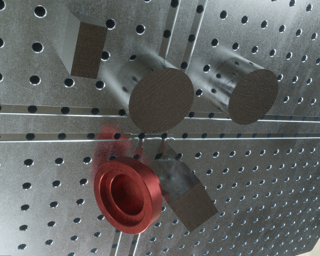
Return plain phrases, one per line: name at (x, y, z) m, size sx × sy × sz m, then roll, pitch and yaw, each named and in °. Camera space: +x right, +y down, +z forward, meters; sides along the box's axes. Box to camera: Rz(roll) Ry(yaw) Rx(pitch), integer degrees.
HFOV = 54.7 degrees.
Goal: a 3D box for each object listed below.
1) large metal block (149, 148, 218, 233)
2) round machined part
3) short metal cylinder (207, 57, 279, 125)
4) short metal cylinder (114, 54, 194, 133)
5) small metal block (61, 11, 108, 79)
large metal block at (0.030, 0.089, 0.447) m, size 0.050 × 0.080 × 0.080 m, roll -35°, pitch 129°, yaw -5°
round machined part at (-0.037, 0.084, 0.404) m, size 0.042 × 0.098 × 0.097 m, roll -20°, pitch 132°, yaw -52°
short metal cylinder at (0.113, -0.051, 0.425) m, size 0.081 × 0.050 × 0.079 m, roll -14°, pitch 124°, yaw -21°
short metal cylinder at (-0.007, -0.041, 0.365) m, size 0.081 × 0.050 × 0.079 m, roll -14°, pitch 124°, yaw -21°
small metal block at (-0.076, -0.082, 0.303) m, size 0.025 × 0.050 × 0.050 m, roll 4°, pitch 116°, yaw -30°
